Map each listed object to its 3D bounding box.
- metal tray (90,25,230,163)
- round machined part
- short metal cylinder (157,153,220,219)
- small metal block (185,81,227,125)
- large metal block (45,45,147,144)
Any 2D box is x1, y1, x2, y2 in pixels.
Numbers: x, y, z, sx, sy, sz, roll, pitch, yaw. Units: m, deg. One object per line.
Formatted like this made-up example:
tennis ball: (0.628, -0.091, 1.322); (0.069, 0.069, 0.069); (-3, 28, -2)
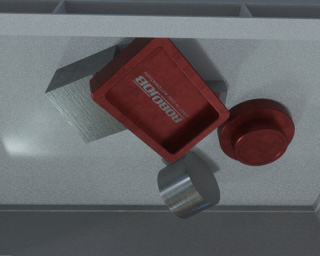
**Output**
metal tray: (0.004, -0.029, 0.326); (0.090, 0.030, 0.130); (-40, 125, 10)
round machined part: (0.129, 0.013, 0.411); (0.099, 0.042, 0.097); (-1, 130, 0)
short metal cylinder: (0.042, 0.082, 0.444); (0.050, 0.080, 0.080); (-34, 123, 25)
small metal block: (0.053, -0.031, 0.384); (0.050, 0.025, 0.050); (0, 130, -1)
large metal block: (-0.069, -0.037, 0.360); (0.080, 0.050, 0.080); (-19, 128, 15)
